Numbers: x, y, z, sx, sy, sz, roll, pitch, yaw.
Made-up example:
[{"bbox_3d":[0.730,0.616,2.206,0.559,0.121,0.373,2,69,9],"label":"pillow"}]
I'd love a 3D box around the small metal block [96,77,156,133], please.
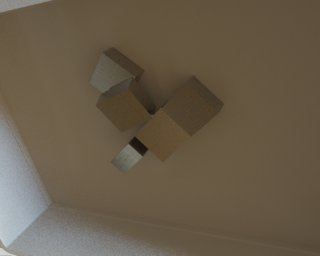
[{"bbox_3d":[-0.041,-0.027,0.384,0.050,0.025,0.050,-24,124,26],"label":"small metal block"}]

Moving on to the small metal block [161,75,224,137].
[{"bbox_3d":[0.039,-0.026,0.371,0.050,0.025,0.050,43,129,-2],"label":"small metal block"}]

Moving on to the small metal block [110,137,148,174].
[{"bbox_3d":[-0.035,0.029,0.427,0.025,0.050,0.050,43,129,-4],"label":"small metal block"}]

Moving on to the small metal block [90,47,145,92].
[{"bbox_3d":[-0.055,-0.066,0.396,0.050,0.025,0.050,37,129,3],"label":"small metal block"}]

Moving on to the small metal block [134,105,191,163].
[{"bbox_3d":[0.004,0.007,0.397,0.050,0.025,0.050,43,102,-2],"label":"small metal block"}]
